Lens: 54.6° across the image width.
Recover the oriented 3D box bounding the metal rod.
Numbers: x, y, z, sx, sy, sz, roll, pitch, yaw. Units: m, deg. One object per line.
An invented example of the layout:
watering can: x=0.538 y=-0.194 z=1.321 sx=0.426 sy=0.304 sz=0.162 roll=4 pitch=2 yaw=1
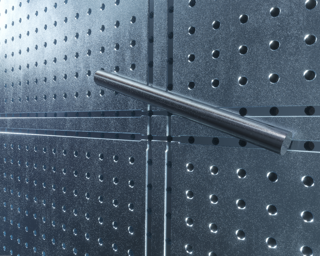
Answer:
metal rod: x=0.016 y=-0.032 z=0.397 sx=0.300 sy=0.025 sz=0.025 roll=23 pitch=105 yaw=37
